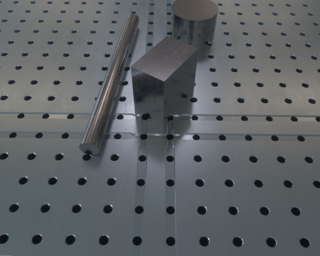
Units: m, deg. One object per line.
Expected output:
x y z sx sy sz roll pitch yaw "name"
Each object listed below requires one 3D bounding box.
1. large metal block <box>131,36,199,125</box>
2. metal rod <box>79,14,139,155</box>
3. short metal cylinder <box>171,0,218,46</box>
0.007 -0.066 0.427 0.050 0.080 0.080 28 56 21 "large metal block"
-0.069 -0.088 0.480 0.025 0.025 0.300 6 50 4 "metal rod"
0.060 -0.191 0.552 0.081 0.050 0.080 0 50 0 "short metal cylinder"
